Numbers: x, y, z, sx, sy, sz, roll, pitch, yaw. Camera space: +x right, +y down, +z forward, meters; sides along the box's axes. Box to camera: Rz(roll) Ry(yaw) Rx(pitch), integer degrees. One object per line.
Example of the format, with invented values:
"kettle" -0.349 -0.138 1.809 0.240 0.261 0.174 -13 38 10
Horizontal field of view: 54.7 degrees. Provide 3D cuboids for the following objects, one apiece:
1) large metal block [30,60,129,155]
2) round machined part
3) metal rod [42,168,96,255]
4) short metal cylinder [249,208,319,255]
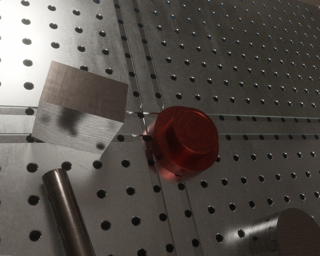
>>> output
"large metal block" -0.088 -0.017 0.337 0.081 0.080 0.050 16 56 -20
"round machined part" 0.038 0.011 0.412 0.099 0.042 0.098 14 56 -21
"metal rod" -0.045 0.165 0.253 0.025 0.025 0.299 -10 57 -33
"short metal cylinder" 0.161 0.147 0.392 0.081 0.050 0.080 14 56 -21
